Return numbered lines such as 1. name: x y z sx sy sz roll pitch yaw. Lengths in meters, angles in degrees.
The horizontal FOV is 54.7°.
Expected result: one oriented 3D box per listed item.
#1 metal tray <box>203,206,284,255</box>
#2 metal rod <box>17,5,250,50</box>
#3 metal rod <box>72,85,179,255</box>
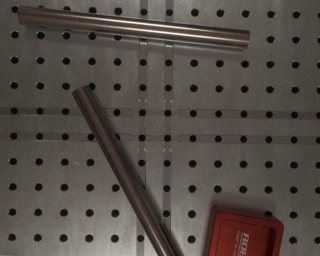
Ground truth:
1. metal tray: 0.105 0.177 0.412 0.091 0.030 0.129 10 90 -1
2. metal rod: -0.033 -0.134 0.412 0.302 0.025 0.025 6 90 -1
3. metal rod: -0.036 0.081 0.412 0.025 0.025 0.299 -28 90 0
